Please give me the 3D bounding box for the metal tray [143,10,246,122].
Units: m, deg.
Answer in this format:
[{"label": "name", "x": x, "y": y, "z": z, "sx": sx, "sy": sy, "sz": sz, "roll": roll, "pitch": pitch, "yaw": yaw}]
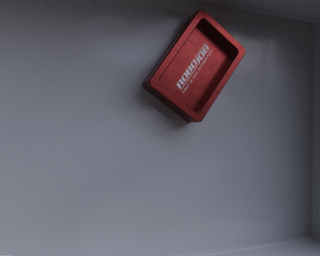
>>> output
[{"label": "metal tray", "x": 0.049, "y": -0.083, "z": 0.427, "sx": 0.090, "sy": 0.030, "sz": 0.130, "roll": 37, "pitch": 78, "yaw": -17}]
